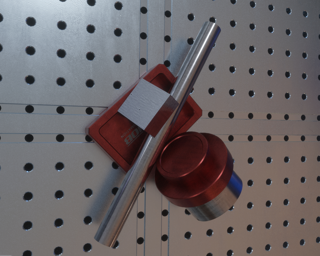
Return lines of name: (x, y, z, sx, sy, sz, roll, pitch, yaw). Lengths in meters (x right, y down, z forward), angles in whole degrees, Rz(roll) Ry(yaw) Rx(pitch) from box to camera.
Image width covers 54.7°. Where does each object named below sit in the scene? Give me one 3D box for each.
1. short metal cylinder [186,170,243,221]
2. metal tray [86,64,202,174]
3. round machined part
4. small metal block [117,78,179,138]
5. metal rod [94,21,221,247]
short metal cylinder: (0.059, 0.074, 0.405, 0.080, 0.080, 0.050, -45, 105, -15)
metal tray: (-0.018, -0.009, 0.403, 0.130, 0.030, 0.090, -45, 104, -15)
round machined part: (0.035, 0.043, 0.377, 0.098, 0.098, 0.042, -48, 127, -14)
small metal block: (-0.014, -0.025, 0.372, 0.050, 0.050, 0.025, -54, 145, -3)
metal rod: (0.002, 0.000, 0.382, 0.025, 0.025, 0.299, 30, 80, -18)
